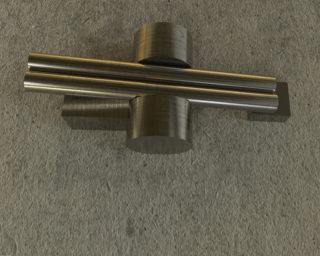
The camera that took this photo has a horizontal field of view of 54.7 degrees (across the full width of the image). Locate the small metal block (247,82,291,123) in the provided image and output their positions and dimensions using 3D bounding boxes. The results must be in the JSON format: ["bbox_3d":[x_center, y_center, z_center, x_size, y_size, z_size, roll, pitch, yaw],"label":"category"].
[{"bbox_3d":[0.147,-0.036,0.424,0.050,0.025,0.050,3,70,1],"label":"small metal block"}]

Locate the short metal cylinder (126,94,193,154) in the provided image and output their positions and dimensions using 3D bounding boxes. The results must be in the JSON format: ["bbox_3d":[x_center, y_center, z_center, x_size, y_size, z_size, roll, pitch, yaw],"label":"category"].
[{"bbox_3d":[0.000,-0.002,0.381,0.080,0.080,0.050,1,70,0],"label":"short metal cylinder"}]

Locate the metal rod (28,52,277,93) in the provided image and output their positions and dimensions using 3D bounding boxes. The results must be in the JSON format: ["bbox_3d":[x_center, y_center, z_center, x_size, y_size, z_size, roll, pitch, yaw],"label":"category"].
[{"bbox_3d":[-0.003,-0.066,0.386,0.302,0.025,0.025,4,70,-7],"label":"metal rod"}]

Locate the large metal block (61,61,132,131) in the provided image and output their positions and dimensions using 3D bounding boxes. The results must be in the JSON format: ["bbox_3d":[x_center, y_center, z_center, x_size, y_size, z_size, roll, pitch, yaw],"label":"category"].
[{"bbox_3d":[-0.078,-0.042,0.411,0.080,0.050,0.080,2,70,0],"label":"large metal block"}]

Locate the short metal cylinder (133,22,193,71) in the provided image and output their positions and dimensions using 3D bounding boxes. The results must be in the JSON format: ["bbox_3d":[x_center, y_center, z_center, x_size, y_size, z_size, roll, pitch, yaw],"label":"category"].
[{"bbox_3d":[0.004,-0.095,0.415,0.080,0.080,0.050,1,70,0],"label":"short metal cylinder"}]

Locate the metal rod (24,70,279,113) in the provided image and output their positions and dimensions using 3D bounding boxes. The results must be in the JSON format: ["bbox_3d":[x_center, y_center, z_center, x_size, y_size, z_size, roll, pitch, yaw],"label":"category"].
[{"bbox_3d":[-0.004,-0.043,0.377,0.302,0.025,0.025,4,70,-7],"label":"metal rod"}]
